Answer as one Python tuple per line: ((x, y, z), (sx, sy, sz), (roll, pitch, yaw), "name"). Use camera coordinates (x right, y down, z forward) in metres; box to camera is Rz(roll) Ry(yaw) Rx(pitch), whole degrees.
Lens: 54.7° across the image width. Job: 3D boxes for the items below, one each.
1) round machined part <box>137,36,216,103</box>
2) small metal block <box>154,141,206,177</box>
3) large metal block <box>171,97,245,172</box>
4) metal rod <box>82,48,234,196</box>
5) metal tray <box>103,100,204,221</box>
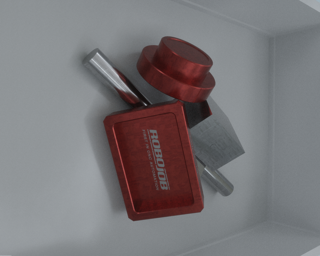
((0.025, -0.076, 0.377), (0.099, 0.098, 0.042), (-3, 132, -40), "round machined part")
((0.025, 0.042, 0.411), (0.050, 0.050, 0.025), (46, 63, -31), "small metal block")
((0.061, -0.002, 0.416), (0.080, 0.050, 0.080), (44, 21, -31), "large metal block")
((0.015, 0.010, 0.419), (0.300, 0.025, 0.025), (44, 63, -31), "metal rod")
((-0.005, 0.039, 0.362), (0.030, 0.090, 0.129), (-58, 137, -75), "metal tray")
